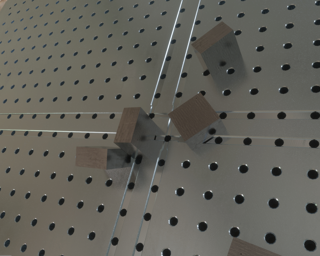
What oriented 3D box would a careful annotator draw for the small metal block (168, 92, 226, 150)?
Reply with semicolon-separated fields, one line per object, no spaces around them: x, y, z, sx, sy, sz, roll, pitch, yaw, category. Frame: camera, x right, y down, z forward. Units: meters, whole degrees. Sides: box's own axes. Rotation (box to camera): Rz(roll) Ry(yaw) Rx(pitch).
0.046;-0.009;0.391;0.050;0.025;0.050;-34;51;5;small metal block

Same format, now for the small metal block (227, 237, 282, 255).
0.085;0.135;0.281;0.050;0.025;0.050;13;68;33;small metal block

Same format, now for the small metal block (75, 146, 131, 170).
-0.073;0.038;0.405;0.050;0.050;0.025;2;89;29;small metal block

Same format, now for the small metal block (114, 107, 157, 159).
-0.030;0.007;0.405;0.025;0.050;0.050;-1;61;28;small metal block

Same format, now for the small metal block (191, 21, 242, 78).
0.077;-0.105;0.417;0.050;0.050;0.025;-36;51;4;small metal block
